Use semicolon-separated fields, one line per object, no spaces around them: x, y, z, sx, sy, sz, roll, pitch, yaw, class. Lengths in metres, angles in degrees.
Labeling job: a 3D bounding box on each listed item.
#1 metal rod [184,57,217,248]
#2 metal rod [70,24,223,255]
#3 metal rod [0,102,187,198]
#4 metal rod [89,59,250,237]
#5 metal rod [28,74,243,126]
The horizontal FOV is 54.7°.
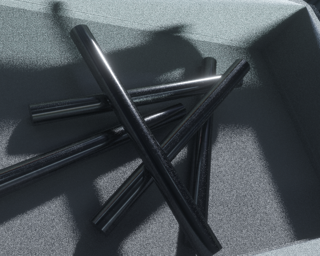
0.061;0.011;0.433;0.025;0.025;0.300;22;53;-16;metal rod
-0.026;0.000;0.343;0.025;0.025;0.299;-19;68;-36;metal rod
-0.083;0.024;0.347;0.302;0.025;0.025;-23;75;-37;metal rod
0.029;0.005;0.383;0.025;0.025;0.301;43;62;1;metal rod
-0.011;-0.044;0.409;0.303;0.025;0.025;-13;69;-28;metal rod
